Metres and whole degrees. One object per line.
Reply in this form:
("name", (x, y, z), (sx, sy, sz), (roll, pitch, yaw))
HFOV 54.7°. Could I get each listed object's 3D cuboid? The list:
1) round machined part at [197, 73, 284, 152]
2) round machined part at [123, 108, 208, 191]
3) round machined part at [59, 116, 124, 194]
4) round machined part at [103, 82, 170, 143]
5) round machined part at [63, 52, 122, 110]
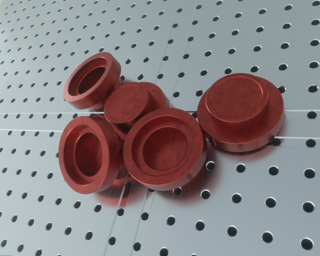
("round machined part", (0.091, -0.025, 0.359), (0.098, 0.042, 0.098), (-10, 55, 16))
("round machined part", (0.009, 0.028, 0.371), (0.098, 0.042, 0.098), (-10, 60, 18))
("round machined part", (-0.085, 0.034, 0.402), (0.098, 0.042, 0.097), (-1, 89, 37))
("round machined part", (-0.038, -0.025, 0.431), (0.098, 0.042, 0.098), (-13, 56, 20))
("round machined part", (-0.099, -0.067, 0.481), (0.098, 0.042, 0.098), (-22, 45, 24))
